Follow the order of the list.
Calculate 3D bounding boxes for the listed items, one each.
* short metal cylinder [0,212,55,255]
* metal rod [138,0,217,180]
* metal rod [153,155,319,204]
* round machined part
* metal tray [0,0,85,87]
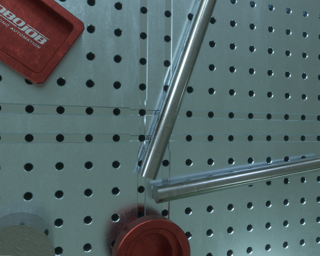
[{"bbox_3d":[-0.159,0.139,0.341,0.081,0.050,0.079,0,90,-21],"label":"short metal cylinder"},{"bbox_3d":[0.031,-0.076,0.425,0.025,0.025,0.299,22,83,-19],"label":"metal rod"},{"bbox_3d":[0.135,0.072,0.464,0.303,0.025,0.025,-6,92,-20],"label":"metal rod"},{"bbox_3d":[-0.014,0.161,0.400,0.099,0.042,0.097,0,90,-21],"label":"round machined part"},{"bbox_3d":[-0.165,-0.119,0.348,0.130,0.030,0.090,35,78,-17],"label":"metal tray"}]
